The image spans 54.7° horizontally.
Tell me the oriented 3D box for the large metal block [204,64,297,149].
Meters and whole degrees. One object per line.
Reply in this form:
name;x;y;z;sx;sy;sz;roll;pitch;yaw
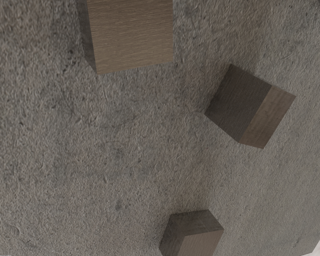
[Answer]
large metal block;0.117;-0.030;0.417;0.050;0.080;0.080;14;111;-34

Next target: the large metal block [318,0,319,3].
large metal block;0.254;-0.178;0.399;0.080;0.080;0.050;28;103;-38

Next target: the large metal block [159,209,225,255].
large metal block;0.053;0.194;0.540;0.081;0.050;0.079;2;117;-30

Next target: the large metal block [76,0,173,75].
large metal block;-0.035;-0.105;0.306;0.081;0.050;0.079;-15;125;-20
